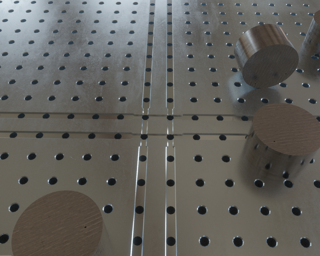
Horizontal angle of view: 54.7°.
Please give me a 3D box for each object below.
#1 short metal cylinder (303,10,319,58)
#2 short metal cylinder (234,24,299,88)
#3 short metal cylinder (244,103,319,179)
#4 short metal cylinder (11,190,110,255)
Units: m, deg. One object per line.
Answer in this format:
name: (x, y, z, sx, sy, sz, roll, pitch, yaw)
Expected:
short metal cylinder: (0.295, -0.160, 0.528, 0.081, 0.050, 0.080, 0, 50, 0)
short metal cylinder: (0.157, -0.106, 0.462, 0.081, 0.080, 0.050, -4, 50, -4)
short metal cylinder: (0.149, 0.015, 0.379, 0.081, 0.050, 0.080, 0, 50, 0)
short metal cylinder: (-0.092, 0.108, 0.300, 0.081, 0.050, 0.080, 0, 50, 0)
